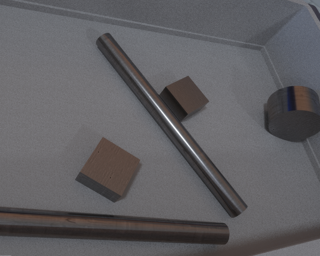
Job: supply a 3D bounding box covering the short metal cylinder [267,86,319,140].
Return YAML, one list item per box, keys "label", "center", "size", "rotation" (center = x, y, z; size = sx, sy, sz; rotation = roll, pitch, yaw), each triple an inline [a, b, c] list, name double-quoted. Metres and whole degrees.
- label: "short metal cylinder"
  center: [0.218, -0.023, 0.505]
  size: [0.080, 0.080, 0.050]
  rotation: [22, 54, -16]

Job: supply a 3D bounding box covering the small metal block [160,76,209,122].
- label: "small metal block"
  center: [0.035, -0.043, 0.452]
  size: [0.050, 0.025, 0.050]
  rotation: [-31, 79, -38]

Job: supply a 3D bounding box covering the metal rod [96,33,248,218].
- label: "metal rod"
  center: [0.011, -0.009, 0.418]
  size: [0.025, 0.025, 0.300]
  rotation: [-32, 79, -38]

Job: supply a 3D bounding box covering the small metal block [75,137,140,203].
- label: "small metal block"
  center: [-0.058, 0.047, 0.347]
  size: [0.050, 0.025, 0.050]
  rotation: [33, 51, -7]

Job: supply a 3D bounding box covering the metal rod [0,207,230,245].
- label: "metal rod"
  center: [-0.061, 0.100, 0.312]
  size: [0.302, 0.025, 0.025]
  rotation: [11, 57, -23]
